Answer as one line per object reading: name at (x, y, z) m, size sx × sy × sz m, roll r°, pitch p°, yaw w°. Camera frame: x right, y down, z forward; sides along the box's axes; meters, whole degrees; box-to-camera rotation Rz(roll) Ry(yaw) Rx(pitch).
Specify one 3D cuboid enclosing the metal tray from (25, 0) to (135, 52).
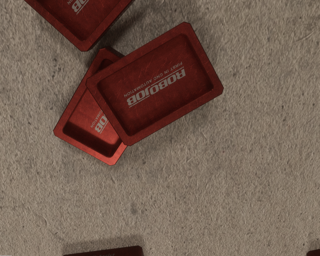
metal tray at (-0.075, -0.163, 0.346) m, size 0.090 × 0.030 × 0.130 m, roll 42°, pitch 104°, yaw -14°

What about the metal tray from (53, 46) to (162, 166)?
metal tray at (-0.065, -0.026, 0.396) m, size 0.090 × 0.030 × 0.129 m, roll 31°, pitch 107°, yaw -11°

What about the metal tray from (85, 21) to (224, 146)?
metal tray at (-0.005, -0.049, 0.355) m, size 0.130 × 0.030 × 0.090 m, roll -30°, pitch 104°, yaw 3°

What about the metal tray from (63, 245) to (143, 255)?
metal tray at (-0.087, 0.241, 0.494) m, size 0.131 × 0.030 × 0.089 m, roll -8°, pitch 110°, yaw 2°

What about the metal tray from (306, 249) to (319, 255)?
metal tray at (0.311, 0.230, 0.496) m, size 0.131 × 0.030 × 0.089 m, roll -14°, pitch 110°, yaw 4°
